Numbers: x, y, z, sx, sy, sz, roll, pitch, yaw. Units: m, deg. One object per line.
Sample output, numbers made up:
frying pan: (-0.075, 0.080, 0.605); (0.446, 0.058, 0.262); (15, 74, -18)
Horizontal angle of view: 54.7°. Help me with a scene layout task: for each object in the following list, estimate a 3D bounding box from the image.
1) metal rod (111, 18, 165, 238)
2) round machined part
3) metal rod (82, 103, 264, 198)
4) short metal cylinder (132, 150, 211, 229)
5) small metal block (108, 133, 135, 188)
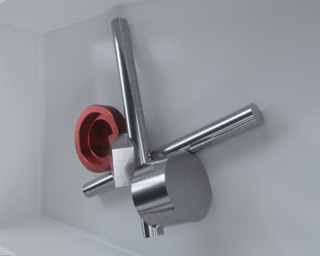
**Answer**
metal rod: (-0.033, -0.013, 0.407); (0.025, 0.025, 0.299); (-24, 68, 37)
round machined part: (-0.079, 0.015, 0.457); (0.098, 0.042, 0.097); (0, 90, 39)
metal rod: (-0.006, 0.042, 0.408); (0.299, 0.025, 0.025); (-28, 73, 36)
short metal cylinder: (0.014, 0.071, 0.356); (0.050, 0.081, 0.080); (-25, 75, 37)
small metal block: (-0.048, 0.039, 0.389); (0.050, 0.025, 0.050); (-130, 36, -66)
